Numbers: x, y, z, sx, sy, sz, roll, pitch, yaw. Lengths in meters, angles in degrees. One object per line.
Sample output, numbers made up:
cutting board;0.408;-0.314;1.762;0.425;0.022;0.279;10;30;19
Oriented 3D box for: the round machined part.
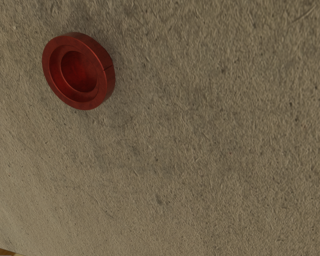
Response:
round machined part;-0.099;-0.076;0.402;0.098;0.042;0.097;13;124;21
